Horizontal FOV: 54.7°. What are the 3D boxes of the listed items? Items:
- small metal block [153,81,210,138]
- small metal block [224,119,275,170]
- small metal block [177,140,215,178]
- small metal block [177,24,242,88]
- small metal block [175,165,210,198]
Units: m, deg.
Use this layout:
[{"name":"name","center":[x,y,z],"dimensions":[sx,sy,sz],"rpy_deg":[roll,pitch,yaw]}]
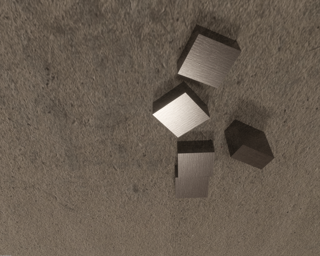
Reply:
[{"name":"small metal block","center":[0.026,-0.022,0.389],"dimensions":[0.050,0.025,0.050],"rpy_deg":[-33,123,24]},{"name":"small metal block","center":[0.117,0.021,0.411],"dimensions":[0.050,0.050,0.025],"rpy_deg":[22,127,-18]},{"name":"small metal block","center":[0.051,0.045,0.446],"dimensions":[0.050,0.025,0.050],"rpy_deg":[-2,130,1]},{"name":"small metal block","center":[0.052,-0.078,0.342],"dimensions":[0.050,0.025,0.050],"rpy_deg":[18,128,-15]},{"name":"small metal block","center":[0.048,0.083,0.479],"dimensions":[0.050,0.025,0.050],"rpy_deg":[-2,131,1]}]
